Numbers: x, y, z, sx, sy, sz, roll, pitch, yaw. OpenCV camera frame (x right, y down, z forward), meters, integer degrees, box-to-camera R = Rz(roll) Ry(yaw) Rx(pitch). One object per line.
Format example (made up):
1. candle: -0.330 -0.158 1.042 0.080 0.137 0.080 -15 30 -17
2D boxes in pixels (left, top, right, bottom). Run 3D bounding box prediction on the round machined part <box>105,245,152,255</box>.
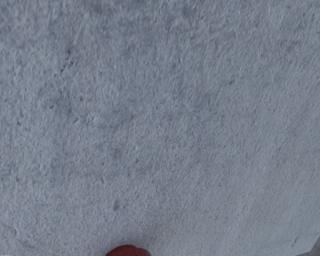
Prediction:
1. round machined part: -0.059 0.232 0.509 0.099 0.042 0.097 -14 125 -21
